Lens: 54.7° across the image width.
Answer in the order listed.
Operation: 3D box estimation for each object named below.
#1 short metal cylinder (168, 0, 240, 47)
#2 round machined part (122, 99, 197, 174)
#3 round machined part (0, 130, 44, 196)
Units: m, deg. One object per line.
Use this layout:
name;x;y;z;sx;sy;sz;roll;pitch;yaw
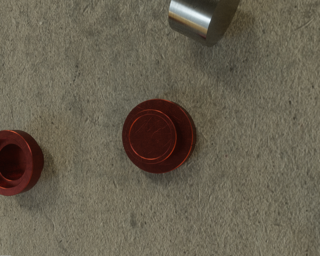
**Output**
short metal cylinder;0.053;-0.142;0.361;0.050;0.080;0.080;32;100;17
round machined part;-0.005;0.011;0.401;0.098;0.042;0.097;0;90;19
round machined part;-0.220;0.051;0.475;0.098;0.042;0.097;0;90;19
